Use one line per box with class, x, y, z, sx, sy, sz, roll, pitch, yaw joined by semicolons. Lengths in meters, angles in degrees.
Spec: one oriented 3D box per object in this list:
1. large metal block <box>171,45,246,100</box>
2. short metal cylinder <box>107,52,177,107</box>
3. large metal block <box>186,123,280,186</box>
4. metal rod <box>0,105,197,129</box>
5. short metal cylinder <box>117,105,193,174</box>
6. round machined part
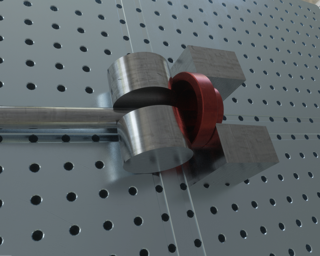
large metal block;0.061;-0.069;0.449;0.081;0.080;0.050;0;62;-28
short metal cylinder;-0.023;-0.050;0.391;0.081;0.080;0.050;1;62;-28
large metal block;0.088;0.036;0.399;0.081;0.080;0.050;3;61;-27
metal rod;-0.095;-0.012;0.349;0.303;0.025;0.025;-1;62;-24
short metal cylinder;-0.007;0.015;0.359;0.081;0.080;0.050;1;62;-28
round machined part;0.044;-0.021;0.397;0.042;0.097;0.098;1;62;-28
